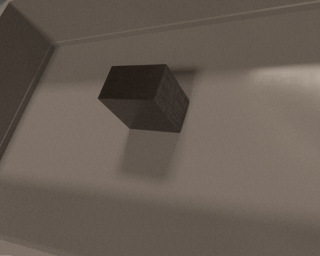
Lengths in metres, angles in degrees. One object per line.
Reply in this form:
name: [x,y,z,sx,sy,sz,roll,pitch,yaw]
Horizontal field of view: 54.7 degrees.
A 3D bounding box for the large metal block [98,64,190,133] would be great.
large metal block: [-0.018,-0.037,0.401,0.080,0.080,0.050,4,64,30]
